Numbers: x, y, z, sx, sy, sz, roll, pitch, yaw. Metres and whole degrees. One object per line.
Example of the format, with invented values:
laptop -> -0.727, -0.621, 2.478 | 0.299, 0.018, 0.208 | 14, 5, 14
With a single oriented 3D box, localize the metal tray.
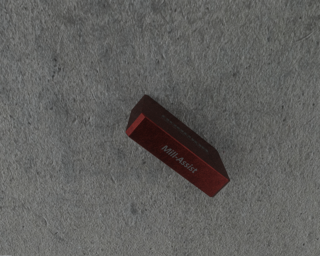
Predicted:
metal tray -> 0.022, 0.019, 0.384 | 0.130, 0.090, 0.030 | 38, 106, -13
